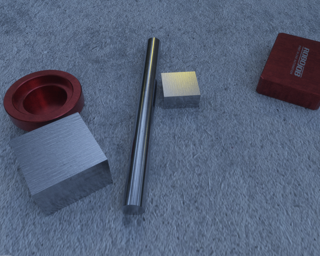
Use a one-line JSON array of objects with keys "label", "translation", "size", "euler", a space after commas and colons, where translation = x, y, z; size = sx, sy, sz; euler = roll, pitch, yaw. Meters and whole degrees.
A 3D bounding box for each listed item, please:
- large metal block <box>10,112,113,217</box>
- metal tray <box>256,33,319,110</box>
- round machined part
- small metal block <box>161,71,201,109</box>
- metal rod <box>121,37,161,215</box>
[{"label": "large metal block", "translation": [-0.111, 0.039, 0.354], "size": [0.081, 0.050, 0.080], "euler": [-26, 55, -20]}, {"label": "metal tray", "translation": [0.212, -0.092, 0.479], "size": [0.090, 0.030, 0.130], "euler": [20, 53, 16]}, {"label": "round machined part", "translation": [-0.152, -0.031, 0.417], "size": [0.099, 0.042, 0.098], "euler": [0, 50, 0]}, {"label": "small metal block", "translation": [0.029, -0.055, 0.450], "size": [0.050, 0.025, 0.050], "euler": [-3, 50, -3]}, {"label": "metal rod", "translation": [-0.020, -0.027, 0.426], "size": [0.025, 0.025, 0.300], "euler": [3, 50, 2]}]
